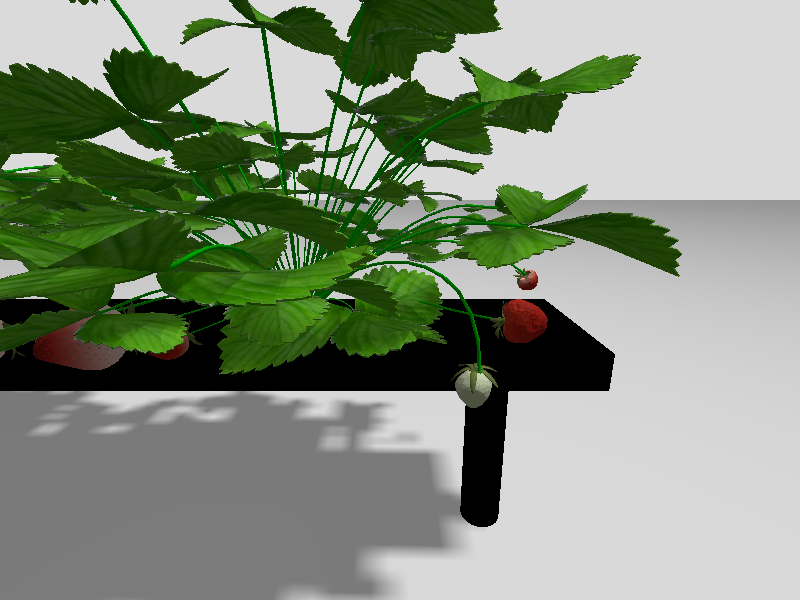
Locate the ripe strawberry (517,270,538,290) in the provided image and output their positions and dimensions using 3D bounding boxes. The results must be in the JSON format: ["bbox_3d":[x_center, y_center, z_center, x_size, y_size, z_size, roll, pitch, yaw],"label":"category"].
[{"bbox_3d":[0.149,-0.022,0.465,0.024,0.025,0.022,42,-5,-28],"label":"ripe strawberry"}]

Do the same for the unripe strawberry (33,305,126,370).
[{"bbox_3d":[-0.210,0.025,0.264,0.049,0.048,0.045,-14,21,-39],"label":"unripe strawberry"}]

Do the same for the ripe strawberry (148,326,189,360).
[{"bbox_3d":[-0.164,0.027,0.280,0.026,0.030,0.029,13,21,38],"label":"ripe strawberry"}]

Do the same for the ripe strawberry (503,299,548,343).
[{"bbox_3d":[0.095,0.017,0.306,0.034,0.035,0.031,6,17,17],"label":"ripe strawberry"}]

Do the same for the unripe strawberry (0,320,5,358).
[{"bbox_3d":[-0.284,0.029,0.263,0.039,0.034,0.039,-9,18,-27],"label":"unripe strawberry"}]

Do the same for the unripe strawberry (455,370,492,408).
[{"bbox_3d":[0.042,0.049,0.223,0.023,0.023,0.019,-14,21,-40],"label":"unripe strawberry"}]
